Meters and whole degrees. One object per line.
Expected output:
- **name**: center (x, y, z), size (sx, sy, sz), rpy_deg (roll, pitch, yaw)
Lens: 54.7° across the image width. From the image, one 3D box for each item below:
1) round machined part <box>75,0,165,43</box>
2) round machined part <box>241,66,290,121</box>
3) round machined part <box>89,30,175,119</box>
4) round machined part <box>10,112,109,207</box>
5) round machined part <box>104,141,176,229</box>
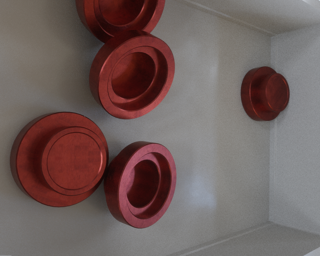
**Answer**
- **round machined part**: center (-0.046, -0.143, 0.338), size (0.099, 0.042, 0.097), rpy_deg (-25, 137, -25)
- **round machined part**: center (0.193, -0.061, 0.551), size (0.099, 0.042, 0.097), rpy_deg (0, 89, -35)
- **round machined part**: center (-0.035, -0.062, 0.348), size (0.099, 0.042, 0.097), rpy_deg (-24, 134, -27)
- **round machined part**: center (-0.095, 0.032, 0.316), size (0.099, 0.042, 0.097), rpy_deg (0, 90, -40)
- **round machined part**: center (-0.027, 0.064, 0.366), size (0.099, 0.042, 0.097), rpy_deg (-8, 101, -49)
